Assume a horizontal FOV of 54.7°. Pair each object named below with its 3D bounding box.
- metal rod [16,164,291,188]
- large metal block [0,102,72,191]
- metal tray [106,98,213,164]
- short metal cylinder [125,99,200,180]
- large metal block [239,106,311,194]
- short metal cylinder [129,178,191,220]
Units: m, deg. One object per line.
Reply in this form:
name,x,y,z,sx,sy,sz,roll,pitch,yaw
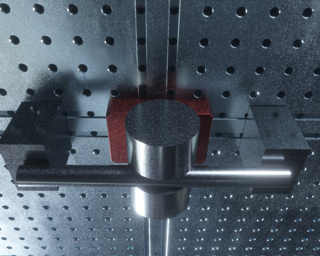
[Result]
metal rod,-0.006,0.055,0.352,0.302,0.025,0.025,0,130,-1
large metal block,-0.152,0.022,0.391,0.050,0.080,0.079,1,130,-1
metal tray,-0.001,0.006,0.413,0.131,0.030,0.089,1,130,-1
short metal cylinder,0.002,0.011,0.346,0.081,0.080,0.050,1,130,-1
large metal block,0.141,0.028,0.399,0.050,0.080,0.079,1,130,-1
short metal cylinder,0.000,0.068,0.394,0.081,0.080,0.050,1,130,-1
